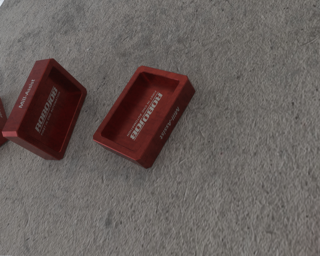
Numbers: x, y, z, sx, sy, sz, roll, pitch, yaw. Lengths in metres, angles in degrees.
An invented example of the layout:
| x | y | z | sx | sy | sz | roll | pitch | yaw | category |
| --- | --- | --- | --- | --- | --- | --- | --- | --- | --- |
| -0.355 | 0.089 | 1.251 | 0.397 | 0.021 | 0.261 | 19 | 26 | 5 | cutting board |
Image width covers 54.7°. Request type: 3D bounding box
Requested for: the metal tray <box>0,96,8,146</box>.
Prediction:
| x | y | z | sx | sy | sz | roll | pitch | yaw | category |
| --- | --- | --- | --- | --- | --- | --- | --- | --- | --- |
| -0.329 | -0.008 | 0.568 | 0.090 | 0.030 | 0.130 | -38 | 57 | 5 | metal tray |

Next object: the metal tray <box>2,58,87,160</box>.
| x | y | z | sx | sy | sz | roll | pitch | yaw | category |
| --- | --- | --- | --- | --- | --- | --- | --- | --- | --- |
| -0.166 | -0.027 | 0.466 | 0.030 | 0.090 | 0.130 | -1 | 61 | 28 | metal tray |

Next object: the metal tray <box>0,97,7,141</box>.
| x | y | z | sx | sy | sz | roll | pitch | yaw | category |
| --- | --- | --- | --- | --- | --- | --- | --- | --- | --- |
| -0.327 | -0.039 | 0.556 | 0.030 | 0.090 | 0.130 | -33 | 51 | 0 | metal tray |

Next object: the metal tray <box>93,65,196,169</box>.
| x | y | z | sx | sy | sz | roll | pitch | yaw | category |
| --- | --- | --- | --- | --- | --- | --- | --- | --- | --- |
| -0.022 | -0.019 | 0.423 | 0.090 | 0.030 | 0.130 | 21 | 72 | 35 | metal tray |
